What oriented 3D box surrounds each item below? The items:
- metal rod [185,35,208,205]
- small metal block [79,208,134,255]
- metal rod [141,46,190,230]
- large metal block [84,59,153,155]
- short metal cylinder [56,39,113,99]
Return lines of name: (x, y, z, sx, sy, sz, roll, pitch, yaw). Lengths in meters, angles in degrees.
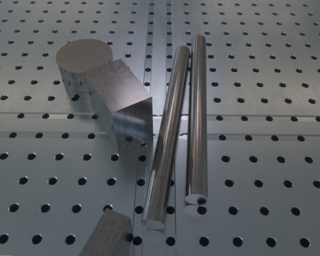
metal rod: (0.054, -0.036, 0.437, 0.025, 0.025, 0.300, 4, 50, 3)
small metal block: (-0.049, 0.113, 0.296, 0.025, 0.050, 0.050, 18, 52, 14)
metal rod: (0.015, -0.013, 0.418, 0.025, 0.025, 0.300, 7, 50, 5)
large metal block: (-0.051, -0.027, 0.394, 0.050, 0.080, 0.080, -24, 54, -19)
short metal cylinder: (-0.109, -0.090, 0.466, 0.081, 0.050, 0.080, 0, 50, 0)
